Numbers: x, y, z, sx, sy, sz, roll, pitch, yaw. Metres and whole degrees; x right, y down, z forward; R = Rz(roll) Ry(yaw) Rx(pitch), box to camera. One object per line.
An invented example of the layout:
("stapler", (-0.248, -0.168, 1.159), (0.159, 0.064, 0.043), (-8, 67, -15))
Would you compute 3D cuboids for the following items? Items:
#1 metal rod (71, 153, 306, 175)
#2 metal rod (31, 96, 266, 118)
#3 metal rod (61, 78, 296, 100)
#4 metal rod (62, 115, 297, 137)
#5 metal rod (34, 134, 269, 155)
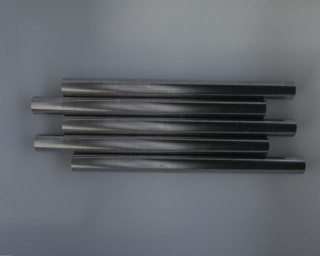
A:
("metal rod", (0.037, 0.048, 0.411), (0.302, 0.025, 0.025), (1, 90, -1))
("metal rod", (-0.014, -0.028, 0.410), (0.302, 0.025, 0.025), (1, 90, -1))
("metal rod", (0.025, -0.052, 0.410), (0.302, 0.025, 0.025), (1, 90, -1))
("metal rod", (0.026, -0.002, 0.410), (0.302, 0.025, 0.025), (1, 90, -1))
("metal rod", (-0.010, 0.022, 0.410), (0.302, 0.025, 0.025), (1, 90, -1))
